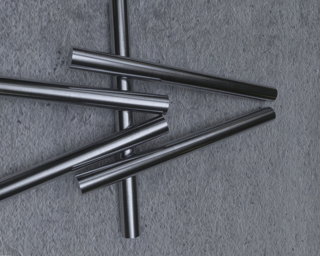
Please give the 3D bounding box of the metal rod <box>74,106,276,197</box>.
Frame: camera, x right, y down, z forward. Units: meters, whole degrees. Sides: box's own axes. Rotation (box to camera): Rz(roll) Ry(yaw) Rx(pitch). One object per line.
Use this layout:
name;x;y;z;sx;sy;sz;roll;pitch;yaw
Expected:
metal rod;0.038;0.022;0.409;0.302;0.025;0.025;-18;97;-26

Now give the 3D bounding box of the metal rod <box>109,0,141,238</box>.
metal rod;-0.045;-0.012;0.394;0.025;0.025;0.298;-3;91;-20

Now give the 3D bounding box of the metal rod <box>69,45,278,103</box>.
metal rod;0.036;-0.065;0.407;0.302;0.025;0.025;6;88;-27

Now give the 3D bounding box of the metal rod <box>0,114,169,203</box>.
metal rod;-0.130;0.051;0.348;0.302;0.025;0.025;-22;98;-14

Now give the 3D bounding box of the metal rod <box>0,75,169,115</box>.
metal rod;-0.138;-0.042;0.344;0.302;0.025;0.025;5;88;-15
